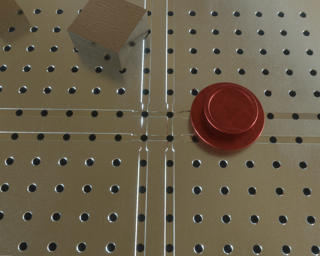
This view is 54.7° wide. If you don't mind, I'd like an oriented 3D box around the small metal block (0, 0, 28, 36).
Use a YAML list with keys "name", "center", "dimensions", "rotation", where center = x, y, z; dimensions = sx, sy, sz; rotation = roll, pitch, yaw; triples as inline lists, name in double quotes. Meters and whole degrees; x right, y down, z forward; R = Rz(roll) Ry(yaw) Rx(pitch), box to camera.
- name: "small metal block"
  center: [-0.242, -0.178, 0.475]
  dimensions: [0.050, 0.025, 0.050]
  rotation: [-37, 74, -12]

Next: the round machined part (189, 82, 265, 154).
- name: "round machined part"
  center: [0.090, -0.018, 0.410]
  dimensions: [0.099, 0.042, 0.098]
  rotation: [0, 70, 0]

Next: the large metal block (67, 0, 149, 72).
- name: "large metal block"
  center: [-0.072, -0.141, 0.449]
  dimensions: [0.080, 0.050, 0.080]
  rotation: [26, 72, 9]
